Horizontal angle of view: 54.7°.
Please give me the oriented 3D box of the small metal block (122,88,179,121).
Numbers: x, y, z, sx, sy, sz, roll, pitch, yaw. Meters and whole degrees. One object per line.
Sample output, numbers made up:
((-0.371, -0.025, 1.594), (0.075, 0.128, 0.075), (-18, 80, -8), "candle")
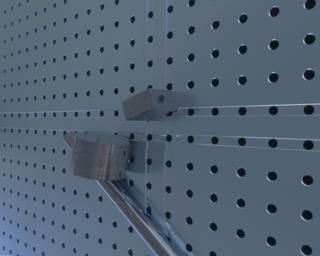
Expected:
((-0.012, -0.029, 0.403), (0.050, 0.050, 0.025), (-22, 76, 38), "small metal block")

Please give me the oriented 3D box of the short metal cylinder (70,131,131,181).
((-0.085, 0.038, 0.444), (0.080, 0.081, 0.050), (16, 101, 39), "short metal cylinder")

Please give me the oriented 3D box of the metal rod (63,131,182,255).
((-0.062, 0.100, 0.460), (0.300, 0.025, 0.025), (42, 115, 32), "metal rod")
